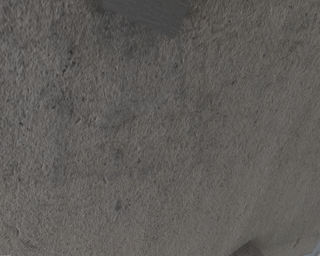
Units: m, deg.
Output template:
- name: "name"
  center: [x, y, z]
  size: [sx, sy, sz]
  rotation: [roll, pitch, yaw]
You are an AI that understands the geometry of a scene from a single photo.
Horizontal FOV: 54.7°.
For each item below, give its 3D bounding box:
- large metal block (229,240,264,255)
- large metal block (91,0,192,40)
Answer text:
- name: "large metal block"
  center: [0.192, 0.309, 0.687]
  size: [0.080, 0.050, 0.080]
  rotation: [-33, 129, -6]
- name: "large metal block"
  center: [-0.012, -0.142, 0.296]
  size: [0.081, 0.050, 0.080]
  rotation: [14, 111, -34]
